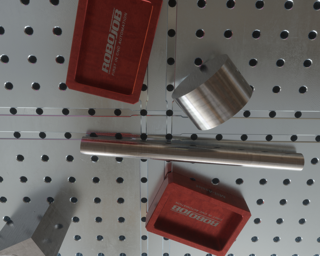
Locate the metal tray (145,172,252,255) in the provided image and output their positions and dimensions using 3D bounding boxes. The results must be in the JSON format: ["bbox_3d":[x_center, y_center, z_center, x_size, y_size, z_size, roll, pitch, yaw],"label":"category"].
[{"bbox_3d":[0.055,0.130,0.458,0.131,0.030,0.089,23,108,-9],"label":"metal tray"}]

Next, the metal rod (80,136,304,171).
[{"bbox_3d":[0.045,0.035,0.426,0.302,0.025,0.025,5,110,-2],"label":"metal rod"}]

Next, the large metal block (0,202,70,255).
[{"bbox_3d":[-0.188,0.162,0.442,0.080,0.080,0.050,-25,108,9],"label":"large metal block"}]

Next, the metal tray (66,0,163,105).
[{"bbox_3d":[-0.055,-0.102,0.372,0.091,0.030,0.129,13,110,-5],"label":"metal tray"}]

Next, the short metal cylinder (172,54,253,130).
[{"bbox_3d":[0.061,-0.043,0.369,0.080,0.080,0.050,-37,106,12],"label":"short metal cylinder"}]
